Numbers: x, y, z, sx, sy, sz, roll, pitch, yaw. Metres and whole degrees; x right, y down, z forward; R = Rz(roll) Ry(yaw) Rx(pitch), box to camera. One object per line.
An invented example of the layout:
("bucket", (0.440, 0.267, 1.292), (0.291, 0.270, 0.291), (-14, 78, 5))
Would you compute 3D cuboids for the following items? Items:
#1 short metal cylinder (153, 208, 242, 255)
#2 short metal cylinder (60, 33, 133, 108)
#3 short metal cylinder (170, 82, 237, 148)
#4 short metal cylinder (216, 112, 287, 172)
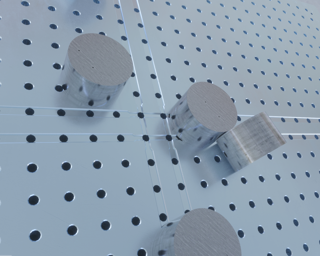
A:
("short metal cylinder", (0.039, 0.133, 0.334), (0.081, 0.050, 0.080), (14, 56, -21))
("short metal cylinder", (-0.081, -0.073, 0.394), (0.081, 0.050, 0.080), (14, 56, -21))
("short metal cylinder", (0.061, -0.018, 0.438), (0.081, 0.050, 0.080), (14, 56, -21))
("short metal cylinder", (0.126, 0.020, 0.431), (0.081, 0.080, 0.050), (-20, 73, -36))
